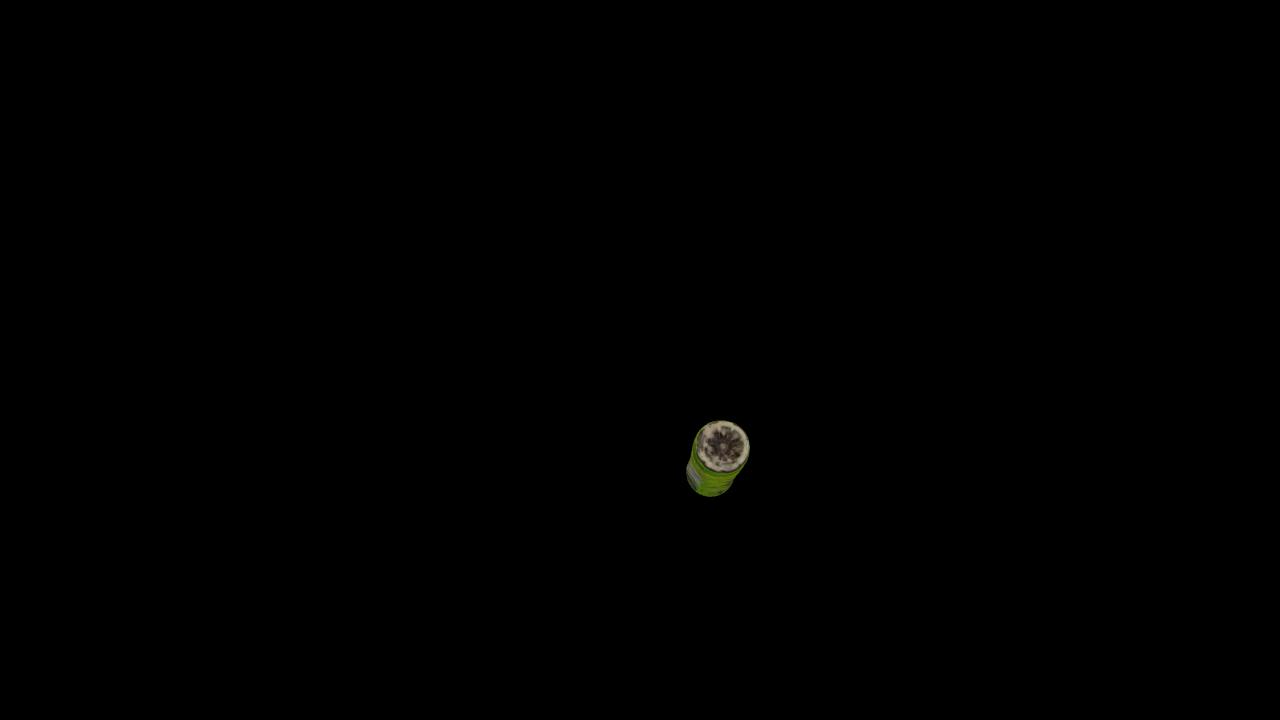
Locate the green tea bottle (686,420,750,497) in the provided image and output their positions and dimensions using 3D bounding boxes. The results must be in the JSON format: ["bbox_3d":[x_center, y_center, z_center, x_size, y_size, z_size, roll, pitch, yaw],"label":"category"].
[{"bbox_3d":[0.098,0.143,0.835,0.073,0.073,0.212,0,-22,-2],"label":"green tea bottle"}]
